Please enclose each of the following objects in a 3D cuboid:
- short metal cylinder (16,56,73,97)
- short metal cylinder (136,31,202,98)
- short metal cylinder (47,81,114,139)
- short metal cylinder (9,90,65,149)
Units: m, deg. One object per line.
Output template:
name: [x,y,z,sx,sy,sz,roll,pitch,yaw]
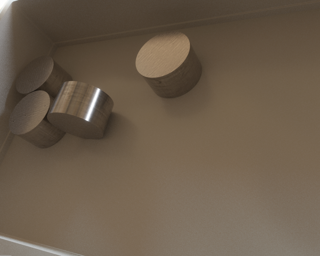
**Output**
short metal cylinder: [-0.203,-0.080,0.546,0.080,0.050,0.080,-13,56,21]
short metal cylinder: [0.013,-0.089,0.437,0.080,0.050,0.080,-13,56,21]
short metal cylinder: [-0.113,-0.024,0.444,0.080,0.080,0.050,1,63,29]
short metal cylinder: [-0.193,-0.013,0.499,0.080,0.050,0.080,-13,56,21]
